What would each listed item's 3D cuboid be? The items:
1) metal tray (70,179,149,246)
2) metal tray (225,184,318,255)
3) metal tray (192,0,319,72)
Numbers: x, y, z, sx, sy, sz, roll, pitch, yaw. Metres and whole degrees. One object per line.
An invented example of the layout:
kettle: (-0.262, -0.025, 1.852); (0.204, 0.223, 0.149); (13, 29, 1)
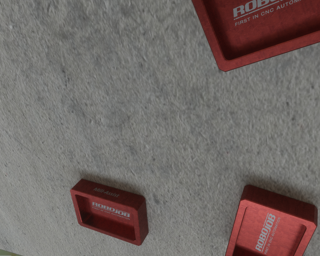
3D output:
metal tray: (-0.087, 0.145, 0.536); (0.130, 0.030, 0.089); (11, 123, 22)
metal tray: (0.144, 0.145, 0.416); (0.090, 0.030, 0.129); (16, 125, 18)
metal tray: (0.102, -0.113, 0.279); (0.130, 0.030, 0.090); (-14, 112, 33)
